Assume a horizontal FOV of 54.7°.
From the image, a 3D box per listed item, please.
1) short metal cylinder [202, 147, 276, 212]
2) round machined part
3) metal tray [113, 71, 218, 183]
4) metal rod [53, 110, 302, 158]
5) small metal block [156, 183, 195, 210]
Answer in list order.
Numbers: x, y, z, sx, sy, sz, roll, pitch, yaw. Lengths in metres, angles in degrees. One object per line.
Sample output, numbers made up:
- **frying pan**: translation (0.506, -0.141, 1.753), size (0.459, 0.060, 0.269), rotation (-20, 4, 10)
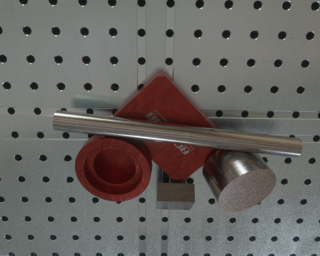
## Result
- **short metal cylinder**: translation (0.103, 0.065, 0.409), size (0.081, 0.050, 0.079), rotation (-11, 131, -13)
- **round machined part**: translation (-0.059, 0.047, 0.416), size (0.099, 0.042, 0.097), rotation (2, 116, 4)
- **metal tray**: translation (0.014, 0.001, 0.413), size (0.090, 0.030, 0.130), rotation (-42, 106, 13)
- **metal rod**: translation (0.024, 0.008, 0.383), size (0.302, 0.025, 0.025), rotation (7, 110, -3)
- **small metal block**: translation (0.020, 0.097, 0.435), size (0.050, 0.025, 0.050), rotation (2, 153, -2)
